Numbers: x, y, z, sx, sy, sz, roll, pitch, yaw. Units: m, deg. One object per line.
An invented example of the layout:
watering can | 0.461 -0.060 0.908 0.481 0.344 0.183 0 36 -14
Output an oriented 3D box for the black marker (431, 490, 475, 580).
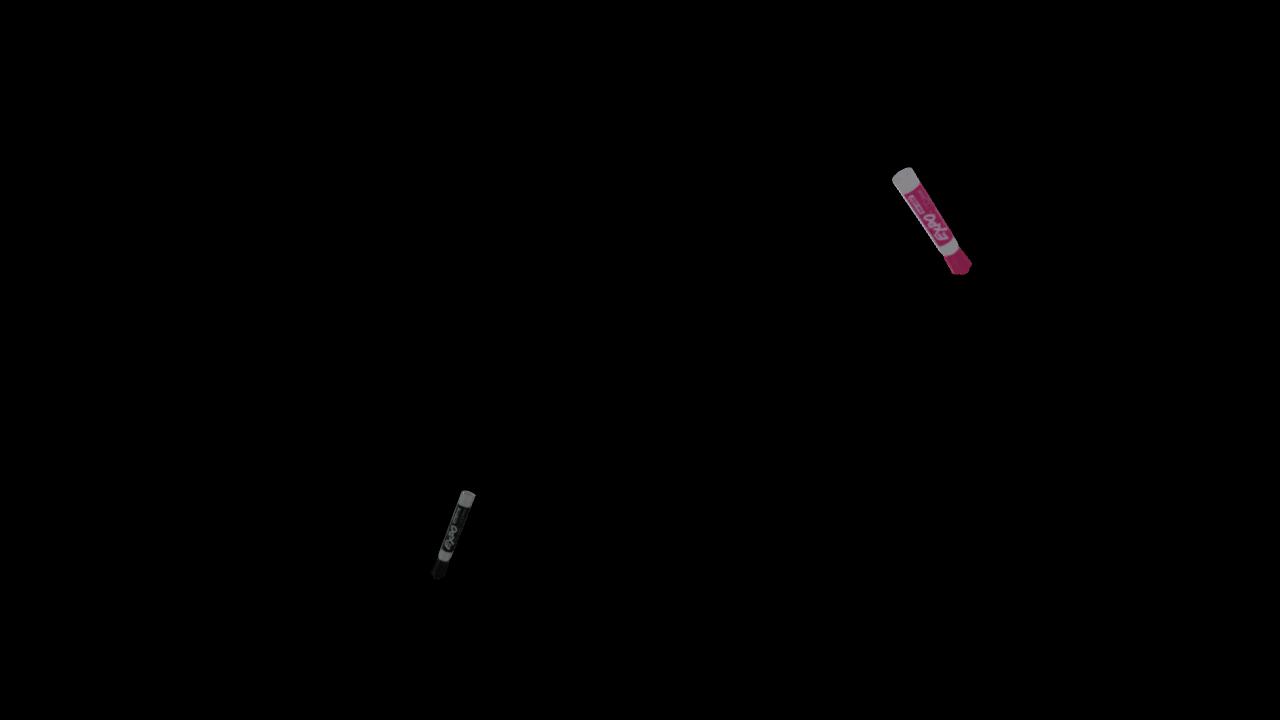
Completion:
black marker | -0.243 0.228 0.797 0.020 0.121 0.020 21 3 -1

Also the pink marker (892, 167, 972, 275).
pink marker | 0.269 -0.123 0.562 0.121 0.020 0.020 45 -21 -22
